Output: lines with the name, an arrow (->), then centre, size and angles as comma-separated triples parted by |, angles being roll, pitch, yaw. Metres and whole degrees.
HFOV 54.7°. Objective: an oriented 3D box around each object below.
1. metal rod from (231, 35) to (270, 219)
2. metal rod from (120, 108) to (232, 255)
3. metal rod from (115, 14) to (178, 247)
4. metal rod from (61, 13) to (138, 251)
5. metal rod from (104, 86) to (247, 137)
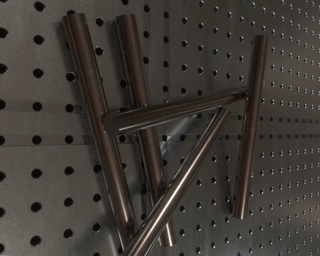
metal rod -> 0.148, 0.002, 0.509 | 0.025, 0.025, 0.298 | 0, 98, -40
metal rod -> 0.021, 0.078, 0.396 | 0.301, 0.025, 0.025 | -52, 121, -33
metal rod -> -0.015, 0.010, 0.398 | 0.025, 0.025, 0.298 | -18, 102, -39
metal rod -> -0.061, 0.023, 0.359 | 0.025, 0.025, 0.298 | -21, 104, -38
metal rod -> 0.050, -0.032, 0.431 | 0.302, 0.025, 0.025 | -16, 101, -46
